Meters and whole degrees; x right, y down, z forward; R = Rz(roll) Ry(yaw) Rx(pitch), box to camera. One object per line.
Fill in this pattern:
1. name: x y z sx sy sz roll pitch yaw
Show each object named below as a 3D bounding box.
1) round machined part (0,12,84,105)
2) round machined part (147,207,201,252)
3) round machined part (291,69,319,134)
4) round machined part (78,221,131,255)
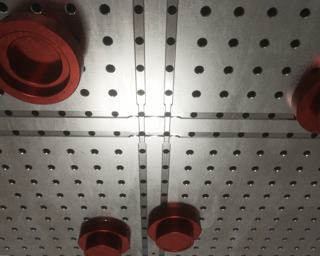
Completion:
1. round machined part: -0.131 -0.076 0.333 0.099 0.042 0.097 -1 130 0
2. round machined part: 0.026 0.190 0.563 0.099 0.042 0.097 -1 130 0
3. round machined part: 0.219 -0.027 0.381 0.099 0.042 0.097 -1 130 0
4. round machined part: -0.106 0.222 0.588 0.099 0.042 0.097 -1 130 0
